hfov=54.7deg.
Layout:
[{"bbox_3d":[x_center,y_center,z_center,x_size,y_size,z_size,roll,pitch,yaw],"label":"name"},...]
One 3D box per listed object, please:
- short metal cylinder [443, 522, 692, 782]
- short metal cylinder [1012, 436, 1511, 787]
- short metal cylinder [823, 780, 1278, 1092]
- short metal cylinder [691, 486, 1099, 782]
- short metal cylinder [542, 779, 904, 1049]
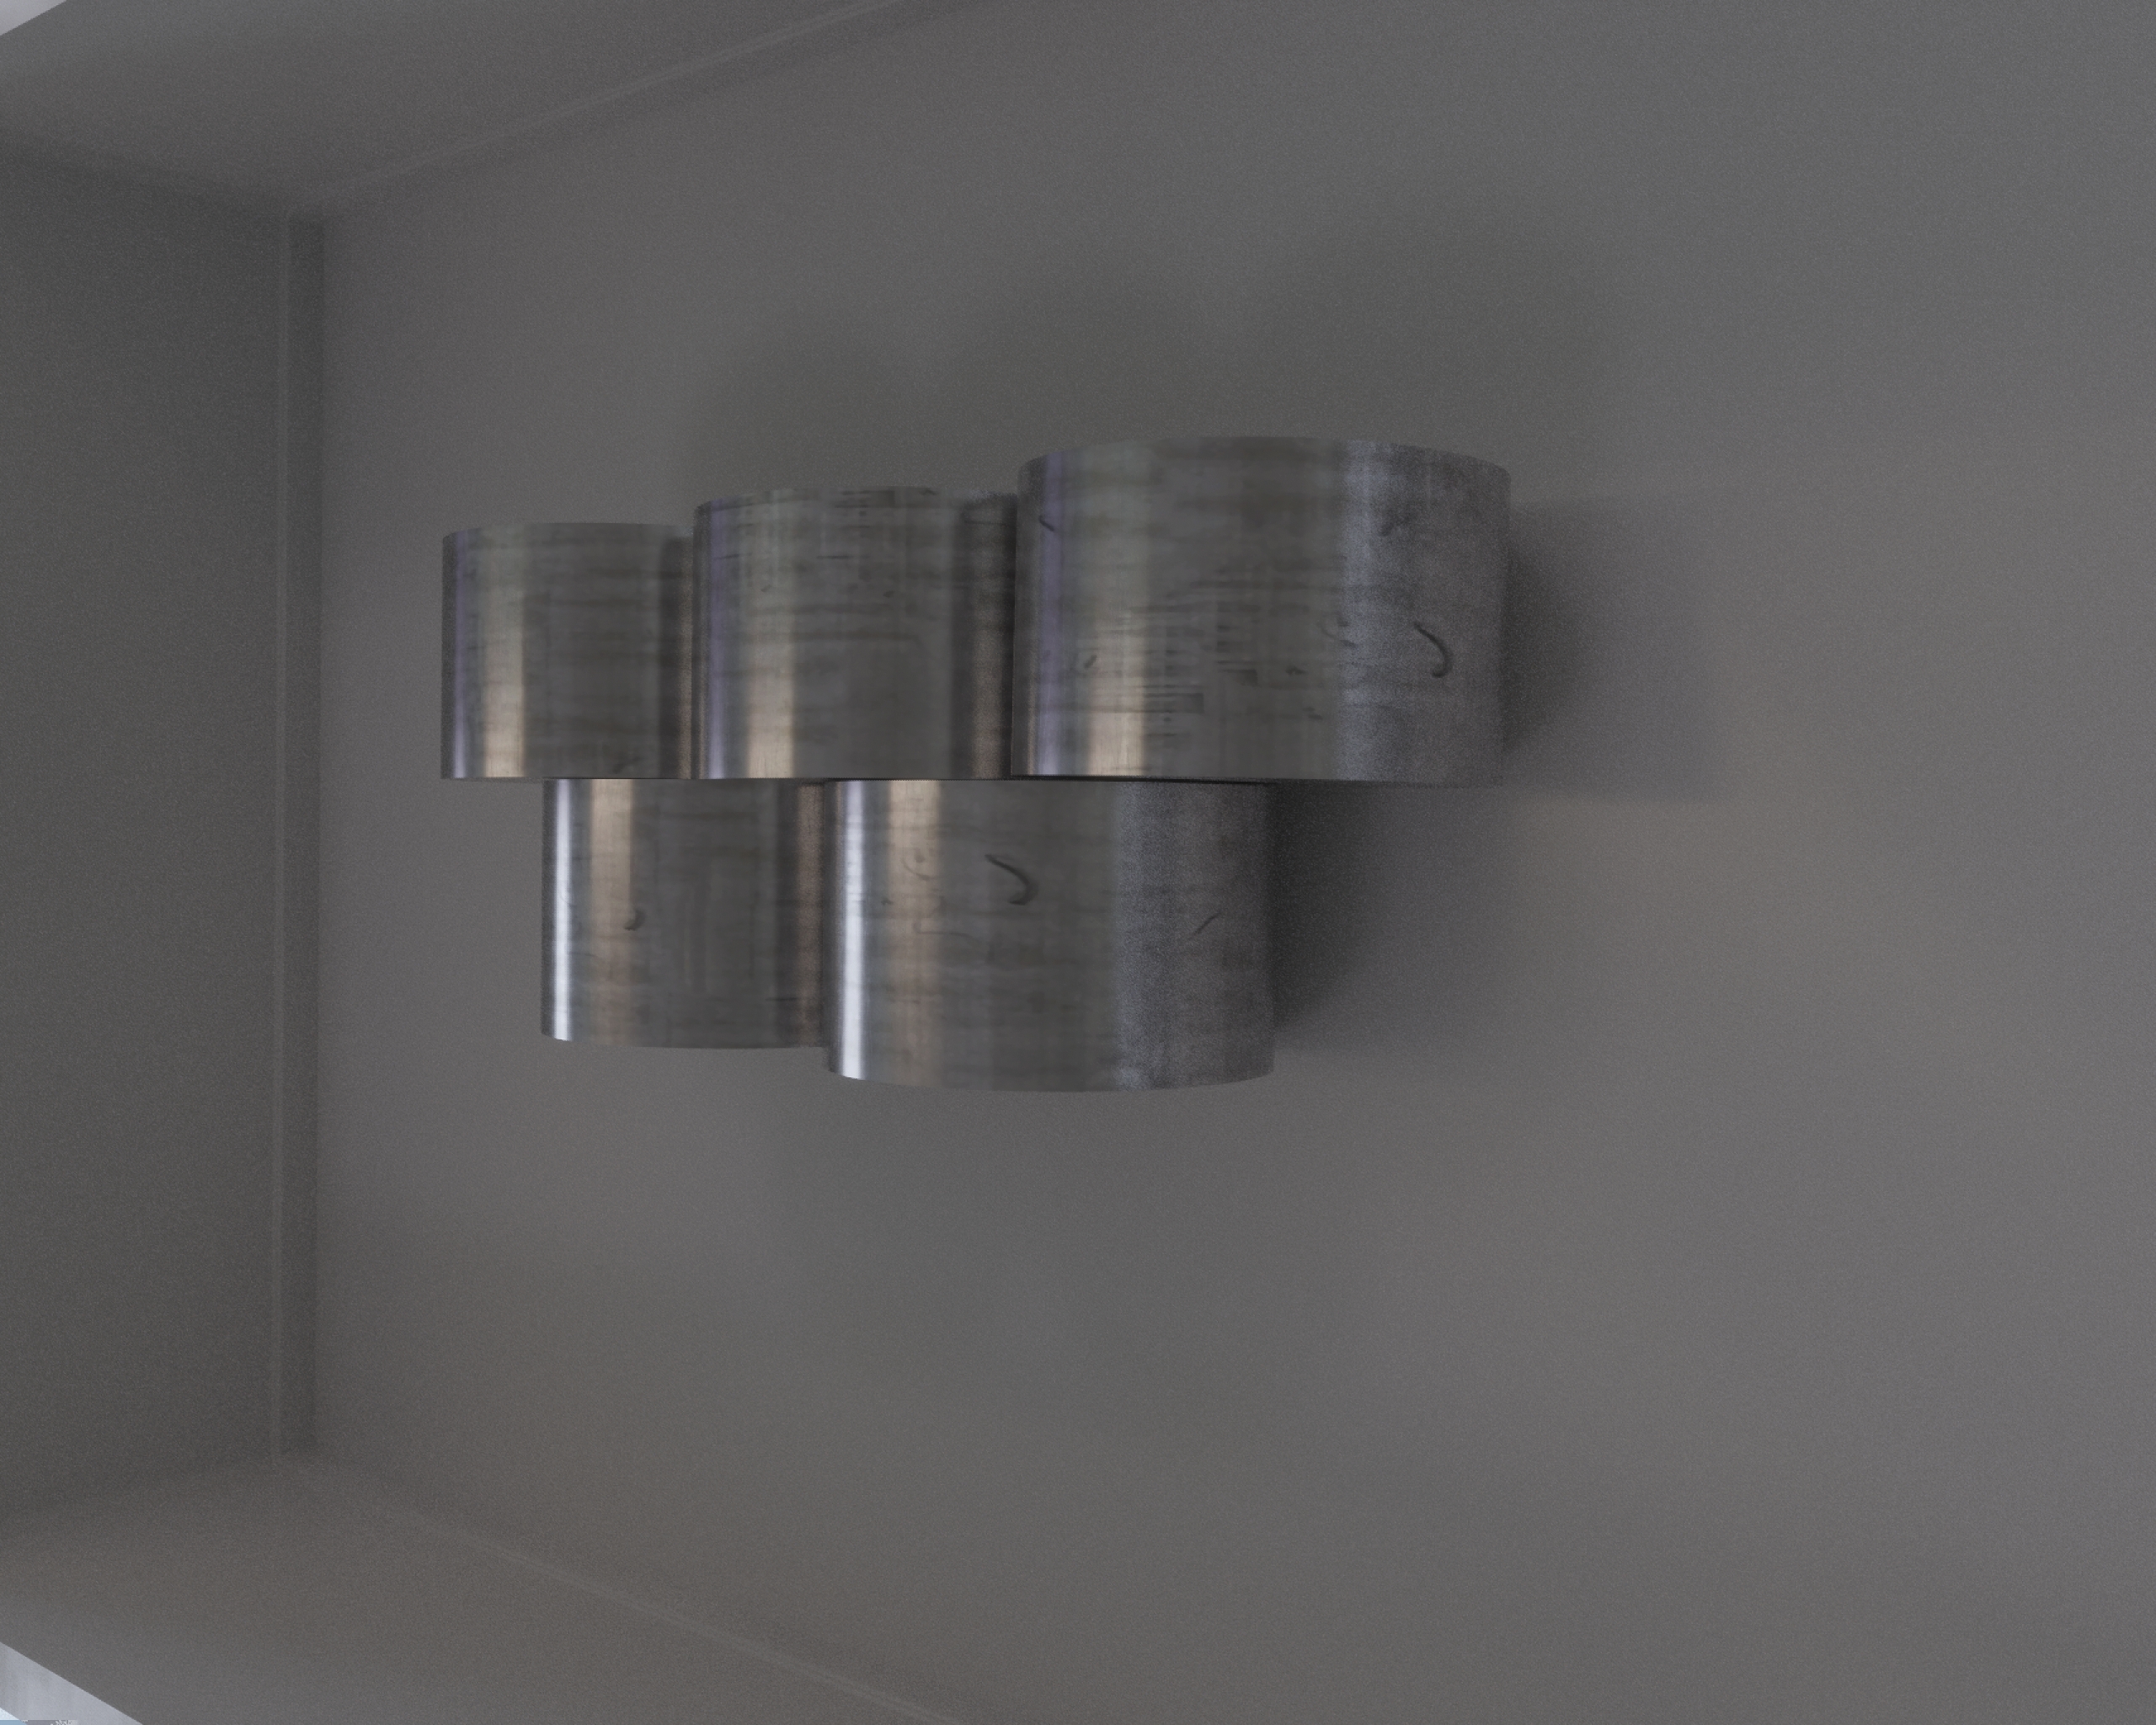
[{"bbox_3d":[-0.094,-0.042,0.447,0.080,0.081,0.050,1,91,40],"label":"short metal cylinder"},{"bbox_3d":[0.030,-0.038,0.344,0.080,0.081,0.050,3,92,40],"label":"short metal cylinder"},{"bbox_3d":[-0.005,0.011,0.373,0.080,0.081,0.050,1,91,40],"label":"short metal cylinder"},{"bbox_3d":[-0.032,-0.040,0.395,0.080,0.081,0.050,1,91,40],"label":"short metal cylinder"},{"bbox_3d":[-0.068,0.009,0.425,0.080,0.081,0.050,1,91,40],"label":"short metal cylinder"}]
